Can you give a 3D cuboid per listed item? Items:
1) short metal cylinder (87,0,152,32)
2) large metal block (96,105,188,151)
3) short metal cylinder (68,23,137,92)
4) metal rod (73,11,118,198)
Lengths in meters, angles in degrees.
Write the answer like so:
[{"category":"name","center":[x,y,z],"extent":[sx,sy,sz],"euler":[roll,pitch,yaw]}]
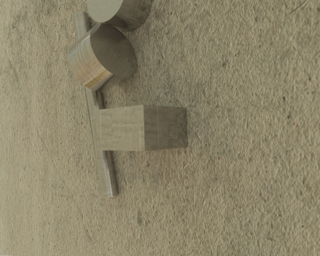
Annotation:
[{"category":"short metal cylinder","center":[-0.057,-0.182,0.435],"extent":[0.080,0.050,0.080],"euler":[-1,89,39]},{"category":"large metal block","center":[-0.022,0.001,0.387],"extent":[0.080,0.081,0.050],"euler":[-3,89,40]},{"category":"short metal cylinder","center":[-0.079,-0.097,0.435],"extent":[0.050,0.081,0.080],"euler":[-24,75,38]},{"category":"metal rod","center":[-0.103,-0.041,0.490],"extent":[0.025,0.025,0.299],"euler":[-18,79,38]}]
